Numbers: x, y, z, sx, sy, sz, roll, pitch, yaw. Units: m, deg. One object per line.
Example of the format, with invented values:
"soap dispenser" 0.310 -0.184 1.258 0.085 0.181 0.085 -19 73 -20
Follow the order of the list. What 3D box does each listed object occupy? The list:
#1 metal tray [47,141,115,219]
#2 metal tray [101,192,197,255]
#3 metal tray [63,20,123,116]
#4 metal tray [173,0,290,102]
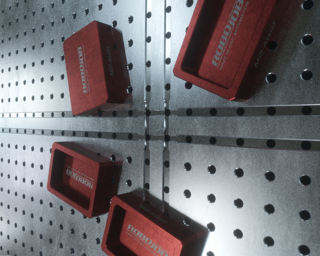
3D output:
"metal tray" -0.136 0.081 0.514 0.130 0.030 0.089 17 101 38
"metal tray" -0.021 0.156 0.421 0.130 0.030 0.089 23 104 37
"metal tray" -0.109 -0.091 0.494 0.090 0.030 0.129 -16 80 38
"metal tray" 0.075 -0.104 0.342 0.090 0.030 0.129 31 109 35
